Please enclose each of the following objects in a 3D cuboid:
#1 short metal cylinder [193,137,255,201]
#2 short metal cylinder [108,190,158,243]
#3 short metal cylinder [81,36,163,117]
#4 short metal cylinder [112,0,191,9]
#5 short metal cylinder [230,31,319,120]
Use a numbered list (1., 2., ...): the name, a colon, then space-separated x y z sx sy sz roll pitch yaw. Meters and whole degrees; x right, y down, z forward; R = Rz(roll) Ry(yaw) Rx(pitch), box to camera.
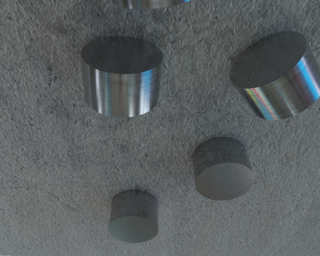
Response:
1. short metal cylinder: 0.088 0.059 0.441 0.081 0.050 0.079 0 130 0
2. short metal cylinder: -0.043 0.148 0.516 0.081 0.050 0.079 0 130 0
3. short metal cylinder: -0.039 -0.055 0.323 0.081 0.080 0.050 4 130 -3
4. short metal cylinder: -0.005 -0.137 0.254 0.080 0.080 0.050 -5 130 4
5. short metal cylinder: 0.122 -0.055 0.325 0.080 0.080 0.050 -30 124 23
